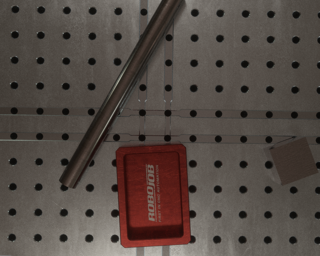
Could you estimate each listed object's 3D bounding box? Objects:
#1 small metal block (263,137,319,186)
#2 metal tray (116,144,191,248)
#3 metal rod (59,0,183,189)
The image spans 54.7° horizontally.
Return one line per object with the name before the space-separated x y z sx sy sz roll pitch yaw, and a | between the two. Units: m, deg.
small metal block | 0.175 0.043 0.416 0.050 0.025 0.050 -20 90 -1
metal tray | -0.008 0.087 0.410 0.091 0.030 0.129 -3 90 -1
metal rod | -0.049 -0.056 0.412 0.025 0.025 0.299 30 90 -1
